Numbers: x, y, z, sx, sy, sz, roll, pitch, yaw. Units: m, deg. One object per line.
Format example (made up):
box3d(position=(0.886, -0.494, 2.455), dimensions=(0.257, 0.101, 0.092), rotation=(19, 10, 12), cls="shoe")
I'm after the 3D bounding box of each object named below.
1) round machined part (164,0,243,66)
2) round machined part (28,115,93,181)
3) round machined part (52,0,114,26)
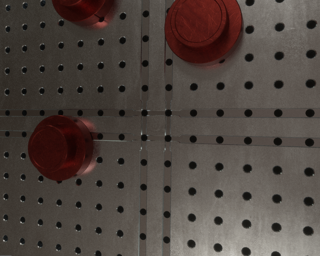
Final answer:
box3d(position=(0.052, -0.129, 0.385), dimensions=(0.098, 0.042, 0.097), rotation=(0, 90, 19), cls="round machined part")
box3d(position=(-0.153, 0.029, 0.456), dimensions=(0.098, 0.042, 0.097), rotation=(0, 90, 19), cls="round machined part")
box3d(position=(-0.116, -0.201, 0.443), dimensions=(0.098, 0.042, 0.097), rotation=(0, 90, 19), cls="round machined part")
